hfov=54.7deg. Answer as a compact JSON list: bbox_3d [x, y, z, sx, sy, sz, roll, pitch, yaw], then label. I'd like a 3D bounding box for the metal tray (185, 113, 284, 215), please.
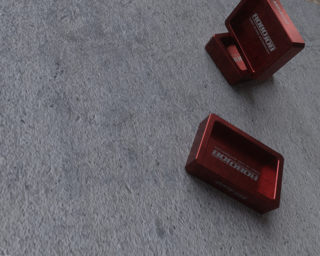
[{"bbox_3d":[0.107,0.048,0.427,0.130,0.030,0.090,31,52,-9],"label":"metal tray"}]

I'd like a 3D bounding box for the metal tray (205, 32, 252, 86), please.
[{"bbox_3d":[0.155,-0.132,0.563,0.131,0.030,0.090,-19,72,-35],"label":"metal tray"}]

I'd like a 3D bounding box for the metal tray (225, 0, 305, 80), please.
[{"bbox_3d":[0.165,-0.155,0.505,0.030,0.090,0.130,-5,64,-31],"label":"metal tray"}]
